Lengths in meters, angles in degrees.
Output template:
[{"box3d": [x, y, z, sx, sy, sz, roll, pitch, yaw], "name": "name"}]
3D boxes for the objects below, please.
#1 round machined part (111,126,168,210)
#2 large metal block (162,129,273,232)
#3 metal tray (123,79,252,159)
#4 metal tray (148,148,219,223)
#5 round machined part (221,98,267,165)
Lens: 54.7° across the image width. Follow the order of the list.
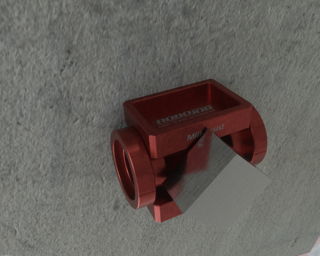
[{"box3d": [-0.024, 0.045, 0.377, 0.042, 0.098, 0.097, -15, 125, -21], "name": "round machined part"}, {"box3d": [0.064, 0.060, 0.347, 0.080, 0.050, 0.080, 34, 99, -39], "name": "large metal block"}, {"box3d": [0.032, -0.017, 0.376, 0.131, 0.090, 0.030, -17, 126, -19], "name": "metal tray"}, {"box3d": [0.036, 0.067, 0.427, 0.131, 0.090, 0.030, -16, 125, -20], "name": "metal tray"}, {"box3d": [0.096, 0.010, 0.421, 0.042, 0.098, 0.097, -15, 125, -21], "name": "round machined part"}]
